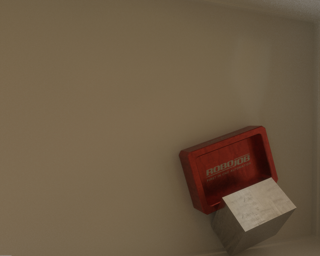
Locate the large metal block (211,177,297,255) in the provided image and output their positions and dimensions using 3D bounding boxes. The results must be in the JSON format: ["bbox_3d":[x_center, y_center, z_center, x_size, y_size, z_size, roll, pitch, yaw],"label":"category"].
[{"bbox_3d":[0.124,0.122,0.423,0.081,0.050,0.079,-17,140,-20],"label":"large metal block"}]

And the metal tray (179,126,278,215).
[{"bbox_3d":[0.101,0.057,0.446,0.131,0.030,0.089,-18,96,-20],"label":"metal tray"}]
